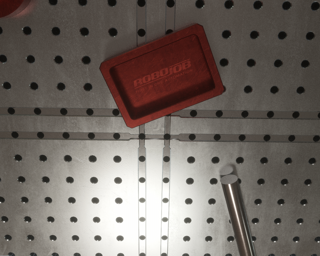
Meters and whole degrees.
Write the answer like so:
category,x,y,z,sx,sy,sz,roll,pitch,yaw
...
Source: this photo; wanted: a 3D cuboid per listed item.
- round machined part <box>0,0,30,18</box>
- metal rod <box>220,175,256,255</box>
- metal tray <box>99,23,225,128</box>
category,x,y,z,sx,sy,sz,roll,pitch,yaw
round machined part,-0.194,-0.171,0.338,0.099,0.042,0.097,0,110,-1
metal rod,0.141,0.207,0.491,0.025,0.025,0.298,-16,110,5
metal tray,0.003,-0.064,0.387,0.130,0.030,0.090,-21,109,7
